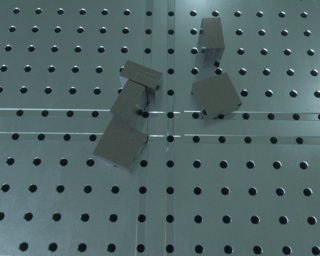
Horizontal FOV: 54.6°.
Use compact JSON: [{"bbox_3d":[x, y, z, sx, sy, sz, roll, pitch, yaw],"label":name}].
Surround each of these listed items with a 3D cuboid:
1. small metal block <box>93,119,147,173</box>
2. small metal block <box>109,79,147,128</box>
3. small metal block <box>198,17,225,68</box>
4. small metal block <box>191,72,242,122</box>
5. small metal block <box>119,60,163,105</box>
[{"bbox_3d":[-0.051,0.024,0.403,0.050,0.025,0.050,24,72,8],"label":"small metal block"},{"bbox_3d":[-0.040,-0.027,0.408,0.025,0.050,0.050,24,72,8],"label":"small metal block"},{"bbox_3d":[0.072,-0.121,0.443,0.025,0.050,0.050,-3,70,-1],"label":"small metal block"},{"bbox_3d":[0.077,-0.043,0.428,0.050,0.025,0.050,-19,71,-7],"label":"small metal block"},{"bbox_3d":[-0.024,-0.060,0.421,0.050,0.050,0.025,22,72,8],"label":"small metal block"}]
